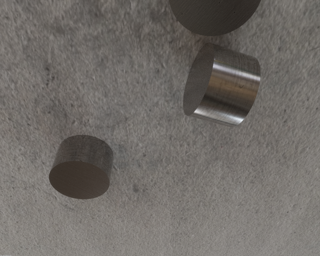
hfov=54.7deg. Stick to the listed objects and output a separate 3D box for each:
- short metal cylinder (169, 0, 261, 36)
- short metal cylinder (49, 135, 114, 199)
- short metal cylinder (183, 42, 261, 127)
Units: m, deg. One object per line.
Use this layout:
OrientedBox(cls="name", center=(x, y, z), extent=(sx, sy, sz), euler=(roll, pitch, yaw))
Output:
OrientedBox(cls="short metal cylinder", center=(0.047, -0.131, 0.280), extent=(0.081, 0.050, 0.079), euler=(0, 130, 0))
OrientedBox(cls="short metal cylinder", center=(-0.109, 0.056, 0.437), extent=(0.081, 0.050, 0.079), euler=(0, 130, 0))
OrientedBox(cls="short metal cylinder", center=(0.063, -0.045, 0.333), extent=(0.050, 0.080, 0.079), euler=(14, 129, -12))
